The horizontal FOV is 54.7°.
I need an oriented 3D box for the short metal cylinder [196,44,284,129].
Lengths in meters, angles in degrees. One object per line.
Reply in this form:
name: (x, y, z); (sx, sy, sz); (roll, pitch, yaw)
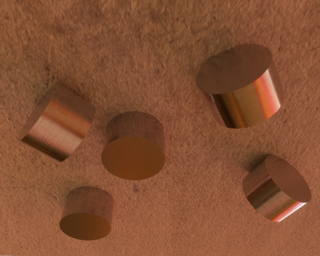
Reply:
short metal cylinder: (0.086, -0.045, 0.334); (0.080, 0.080, 0.050); (-22, 127, 17)

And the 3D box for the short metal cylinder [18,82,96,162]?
short metal cylinder: (-0.121, -0.007, 0.364); (0.050, 0.080, 0.080); (35, 121, -27)

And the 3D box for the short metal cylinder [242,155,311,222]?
short metal cylinder: (0.167, 0.086, 0.448); (0.080, 0.080, 0.050); (23, 126, -19)

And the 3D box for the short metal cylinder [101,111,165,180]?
short metal cylinder: (-0.034, 0.024, 0.411); (0.081, 0.050, 0.079); (0, 130, 0)

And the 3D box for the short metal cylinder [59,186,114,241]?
short metal cylinder: (-0.118, 0.141, 0.510); (0.081, 0.050, 0.079); (0, 130, 0)
